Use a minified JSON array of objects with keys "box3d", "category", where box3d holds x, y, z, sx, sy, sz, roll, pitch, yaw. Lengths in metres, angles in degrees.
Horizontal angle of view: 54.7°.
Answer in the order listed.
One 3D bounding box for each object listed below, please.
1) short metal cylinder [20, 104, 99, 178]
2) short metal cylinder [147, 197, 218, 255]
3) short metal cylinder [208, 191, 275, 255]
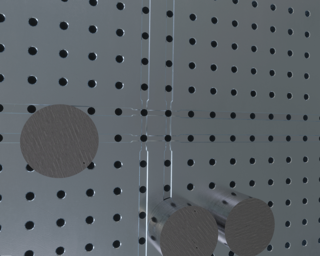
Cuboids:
[{"box3d":[-0.115,0.014,0.357,0.081,0.050,0.079,0,90,-20],"category":"short metal cylinder"},{"box3d":[0.029,0.137,0.410,0.081,0.050,0.079,0,90,-20],"category":"short metal cylinder"},{"box3d":[0.114,0.134,0.441,0.081,0.050,0.079,0,90,-20],"category":"short metal cylinder"}]
